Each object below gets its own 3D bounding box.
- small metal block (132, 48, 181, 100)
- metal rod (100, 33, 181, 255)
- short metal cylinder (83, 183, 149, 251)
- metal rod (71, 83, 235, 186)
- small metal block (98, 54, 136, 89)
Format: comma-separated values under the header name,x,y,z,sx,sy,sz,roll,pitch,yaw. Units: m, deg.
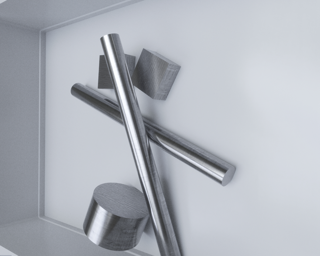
name,x,y,z,sx,sy,sz,roll,pitch,yaw
small metal block,-0.007,-0.071,0.411,0.050,0.025,0.050,38,113,33
metal rod,-0.024,0.027,0.394,0.025,0.025,0.298,-16,89,38
short metal cylinder,-0.057,0.117,0.416,0.080,0.081,0.050,32,110,35
metal rod,-0.031,-0.005,0.430,0.300,0.025,0.025,29,108,36
small metal block,-0.065,-0.082,0.458,0.050,0.025,0.050,7,94,39
